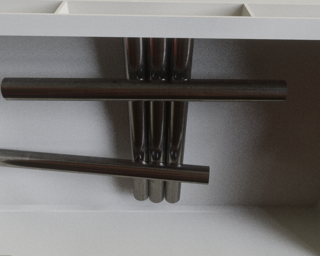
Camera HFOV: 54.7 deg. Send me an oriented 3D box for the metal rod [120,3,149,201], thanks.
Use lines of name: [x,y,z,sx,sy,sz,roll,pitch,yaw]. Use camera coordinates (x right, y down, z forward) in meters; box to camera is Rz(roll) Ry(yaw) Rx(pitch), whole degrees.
metal rod: [-0.028,-0.006,0.403,0.025,0.025,0.298,0,130,-1]

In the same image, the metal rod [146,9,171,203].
metal rod: [-0.004,-0.002,0.406,0.025,0.025,0.298,0,130,-1]

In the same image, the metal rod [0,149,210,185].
metal rod: [-0.085,0.053,0.428,0.302,0.025,0.025,4,130,5]

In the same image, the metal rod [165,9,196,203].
metal rod: [0.022,-0.001,0.406,0.025,0.025,0.298,0,130,-1]

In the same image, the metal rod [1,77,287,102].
metal rod: [-0.016,-0.042,0.339,0.302,0.025,0.025,0,130,-1]
